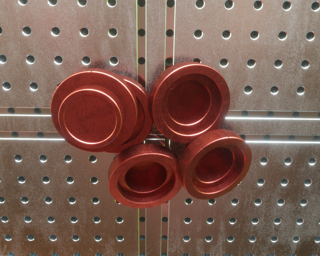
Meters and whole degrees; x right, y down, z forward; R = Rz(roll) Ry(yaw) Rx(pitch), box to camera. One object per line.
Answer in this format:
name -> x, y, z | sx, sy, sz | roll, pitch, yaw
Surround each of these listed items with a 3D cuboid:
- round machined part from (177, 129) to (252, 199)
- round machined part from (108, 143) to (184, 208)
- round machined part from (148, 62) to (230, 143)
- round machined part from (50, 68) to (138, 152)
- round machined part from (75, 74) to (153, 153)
round machined part -> 0.067, 0.043, 0.409 | 0.099, 0.042, 0.097 | -11, 123, -18
round machined part -> -0.020, 0.059, 0.416 | 0.099, 0.042, 0.097 | -6, 125, -8
round machined part -> 0.033, -0.034, 0.383 | 0.099, 0.042, 0.097 | -6, 112, -16
round machined part -> -0.075, -0.016, 0.352 | 0.099, 0.042, 0.097 | 0, 110, -1
round machined part -> -0.057, -0.021, 0.395 | 0.099, 0.042, 0.097 | 0, 110, -1
